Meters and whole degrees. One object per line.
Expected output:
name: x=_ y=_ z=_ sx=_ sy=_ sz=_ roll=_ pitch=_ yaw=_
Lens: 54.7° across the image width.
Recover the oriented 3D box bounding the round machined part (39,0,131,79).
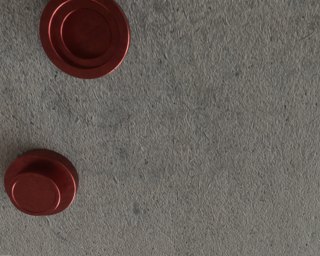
round machined part: x=-0.083 y=-0.109 z=0.360 sx=0.099 sy=0.042 sz=0.097 roll=0 pitch=110 yaw=0

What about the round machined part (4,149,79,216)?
round machined part: x=-0.167 y=0.082 z=0.429 sx=0.099 sy=0.042 sz=0.097 roll=0 pitch=110 yaw=0
